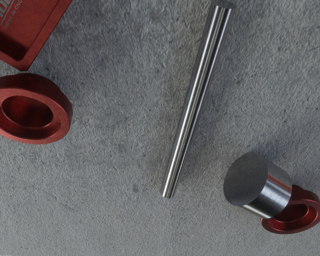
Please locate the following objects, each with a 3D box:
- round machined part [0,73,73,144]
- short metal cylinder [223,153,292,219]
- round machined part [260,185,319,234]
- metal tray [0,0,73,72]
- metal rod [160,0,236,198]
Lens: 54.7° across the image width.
[{"bbox_3d":[-0.153,-0.026,0.365,0.099,0.042,0.097,-1,140,0],"label":"round machined part"},{"bbox_3d":[0.138,0.082,0.444,0.050,0.080,0.080,30,124,-23],"label":"short metal cylinder"},{"bbox_3d":[0.212,0.131,0.511,0.099,0.042,0.097,-1,130,0],"label":"round machined part"},{"bbox_3d":[-0.138,-0.127,0.293,0.090,0.030,0.129,32,123,-25],"label":"metal tray"},{"bbox_3d":[0.037,-0.010,0.399,0.025,0.025,0.298,7,130,-7],"label":"metal rod"}]
